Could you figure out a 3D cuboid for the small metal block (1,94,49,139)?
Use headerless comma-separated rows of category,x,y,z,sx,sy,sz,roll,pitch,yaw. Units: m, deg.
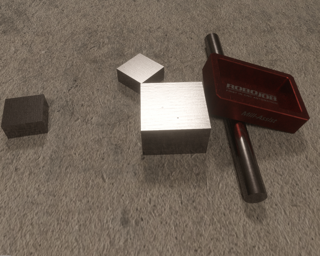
small metal block,-0.179,-0.016,0.414,0.050,0.025,0.050,-9,51,-8

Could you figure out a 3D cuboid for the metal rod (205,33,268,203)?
metal rod,0.097,-0.038,0.435,0.025,0.025,0.300,-2,50,-2

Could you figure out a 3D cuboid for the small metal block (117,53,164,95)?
small metal block,-0.029,-0.082,0.472,0.050,0.025,0.050,33,57,24

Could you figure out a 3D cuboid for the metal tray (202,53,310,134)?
metal tray,0.125,-0.048,0.416,0.131,0.030,0.090,12,48,-13

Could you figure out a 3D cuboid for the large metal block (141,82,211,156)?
large metal block,0.017,-0.013,0.398,0.081,0.050,0.080,-2,50,-2
